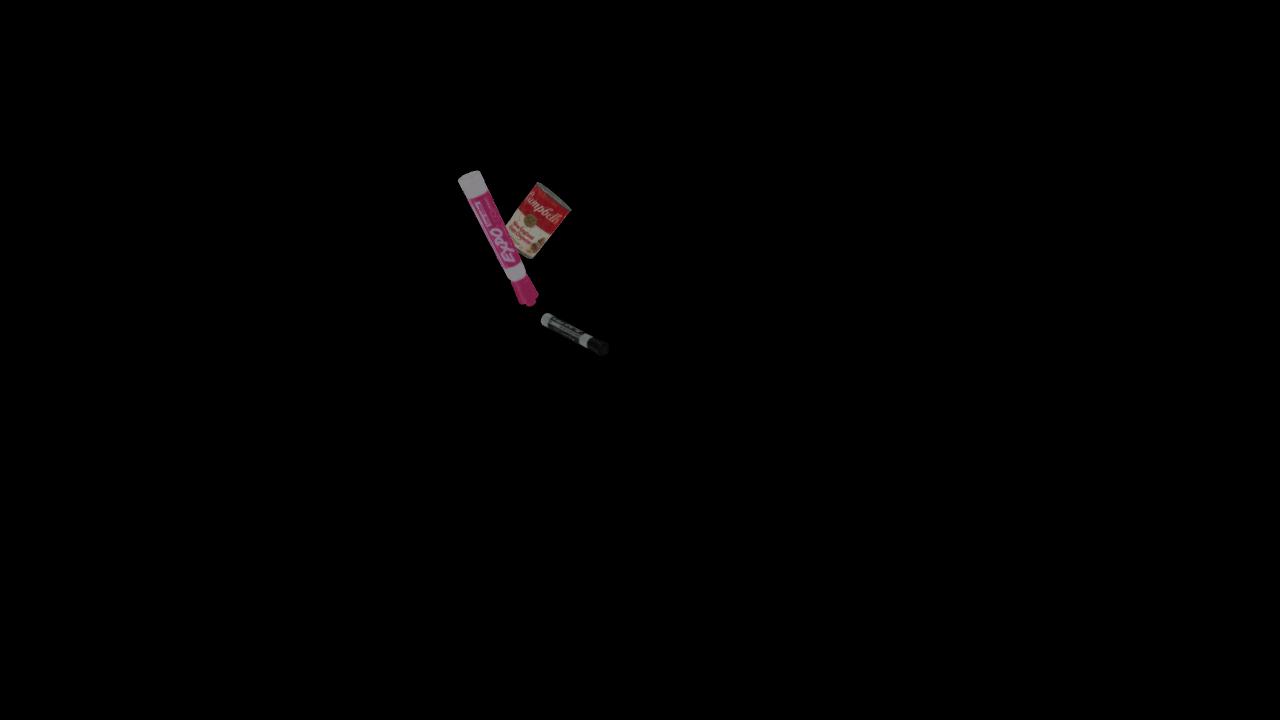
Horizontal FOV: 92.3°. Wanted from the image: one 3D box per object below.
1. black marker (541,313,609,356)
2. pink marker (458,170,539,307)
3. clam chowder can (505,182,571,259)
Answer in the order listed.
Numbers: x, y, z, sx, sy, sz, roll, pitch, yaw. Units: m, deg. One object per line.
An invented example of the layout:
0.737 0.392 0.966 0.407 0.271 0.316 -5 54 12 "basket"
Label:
-0.084 -0.033 0.799 0.121 0.020 0.020 27 17 37 "black marker"
-0.114 -0.096 0.509 0.020 0.121 0.020 -15 34 10 "pink marker"
-0.166 -0.219 0.972 0.068 0.102 0.068 39 12 -10 "clam chowder can"
